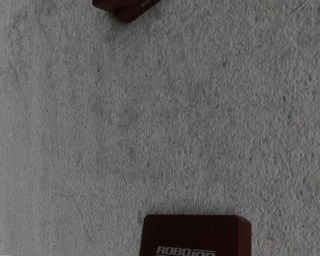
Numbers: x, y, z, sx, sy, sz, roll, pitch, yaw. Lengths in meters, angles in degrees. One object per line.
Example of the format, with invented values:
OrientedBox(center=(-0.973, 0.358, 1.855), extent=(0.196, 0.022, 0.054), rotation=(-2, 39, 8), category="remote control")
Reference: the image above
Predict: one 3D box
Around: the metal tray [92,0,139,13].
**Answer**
OrientedBox(center=(-0.051, -0.229, 0.403), extent=(0.090, 0.030, 0.129), rotation=(-4, 87, 40), category="metal tray")

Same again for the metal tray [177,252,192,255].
OrientedBox(center=(0.022, 0.232, 0.383), extent=(0.090, 0.030, 0.129), rotation=(45, 117, 30), category="metal tray")

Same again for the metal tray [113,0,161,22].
OrientedBox(center=(-0.018, -0.216, 0.417), extent=(0.130, 0.030, 0.090), rotation=(-22, 76, 37), category="metal tray")

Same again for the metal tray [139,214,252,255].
OrientedBox(center=(0.035, 0.146, 0.349), extent=(0.130, 0.030, 0.090), rotation=(-11, 61, 37), category="metal tray")
